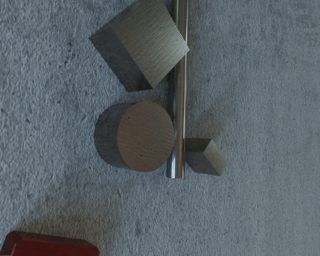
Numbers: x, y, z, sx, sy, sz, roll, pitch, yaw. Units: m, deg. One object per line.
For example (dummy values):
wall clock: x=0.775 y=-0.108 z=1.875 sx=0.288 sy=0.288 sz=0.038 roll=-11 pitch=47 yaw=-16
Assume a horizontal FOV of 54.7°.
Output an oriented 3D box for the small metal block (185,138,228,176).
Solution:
small metal block: x=0.061 y=0.041 z=0.442 sx=0.050 sy=0.050 sz=0.025 roll=52 pitch=60 yaw=-28

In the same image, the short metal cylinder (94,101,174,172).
short metal cylinder: x=-0.030 y=0.009 z=0.365 sx=0.081 sy=0.050 sz=0.079 roll=0 pitch=90 yaw=-40

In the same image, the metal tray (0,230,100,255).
metal tray: x=-0.122 y=0.174 z=0.301 sx=0.090 sy=0.030 sz=0.130 roll=26 pitch=74 yaw=-37

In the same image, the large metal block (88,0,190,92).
large metal block: x=-0.022 y=-0.101 z=0.371 sx=0.080 sy=0.050 sz=0.080 roll=-50 pitch=120 yaw=-28

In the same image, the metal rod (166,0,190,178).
metal rod: x=0.026 y=-0.082 z=0.428 sx=0.025 sy=0.025 sz=0.298 roll=3 pitch=88 yaw=-40
